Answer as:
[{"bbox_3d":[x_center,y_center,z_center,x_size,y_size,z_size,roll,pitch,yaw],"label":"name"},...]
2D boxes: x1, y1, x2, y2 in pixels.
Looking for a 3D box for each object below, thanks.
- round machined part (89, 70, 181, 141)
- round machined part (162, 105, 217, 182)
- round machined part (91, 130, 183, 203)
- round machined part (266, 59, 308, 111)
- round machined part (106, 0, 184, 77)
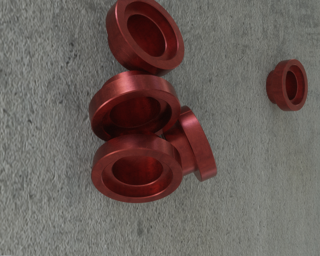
[{"bbox_3d":[-0.030,-0.026,0.345,0.099,0.098,0.042,13,47,-39],"label":"round machined part"},{"bbox_3d":[0.031,0.024,0.394,0.042,0.098,0.098,-23,107,-4],"label":"round machined part"},{"bbox_3d":[-0.025,0.040,0.349,0.098,0.098,0.042,39,31,-34],"label":"round machined part"},{"bbox_3d":[0.240,-0.081,0.595,0.099,0.042,0.097,0,90,-40],"label":"round machined part"},{"bbox_3d":[-0.021,-0.103,0.362,0.099,0.042,0.098,20,57,-35],"label":"round machined part"}]
